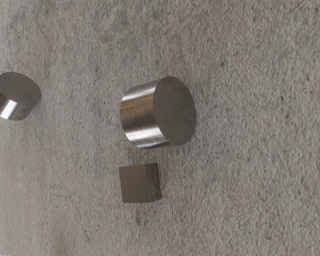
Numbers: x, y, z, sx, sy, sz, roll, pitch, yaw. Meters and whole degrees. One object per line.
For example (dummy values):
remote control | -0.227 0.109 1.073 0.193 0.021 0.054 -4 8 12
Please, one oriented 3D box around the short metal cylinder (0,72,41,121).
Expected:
short metal cylinder | -0.279 -0.061 0.595 0.050 0.081 0.080 -43 65 32

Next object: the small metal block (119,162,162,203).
small metal block | -0.028 0.076 0.426 0.050 0.025 0.050 -12 83 39

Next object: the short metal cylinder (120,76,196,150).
short metal cylinder | 0.000 -0.016 0.368 0.050 0.081 0.080 -11 83 39
